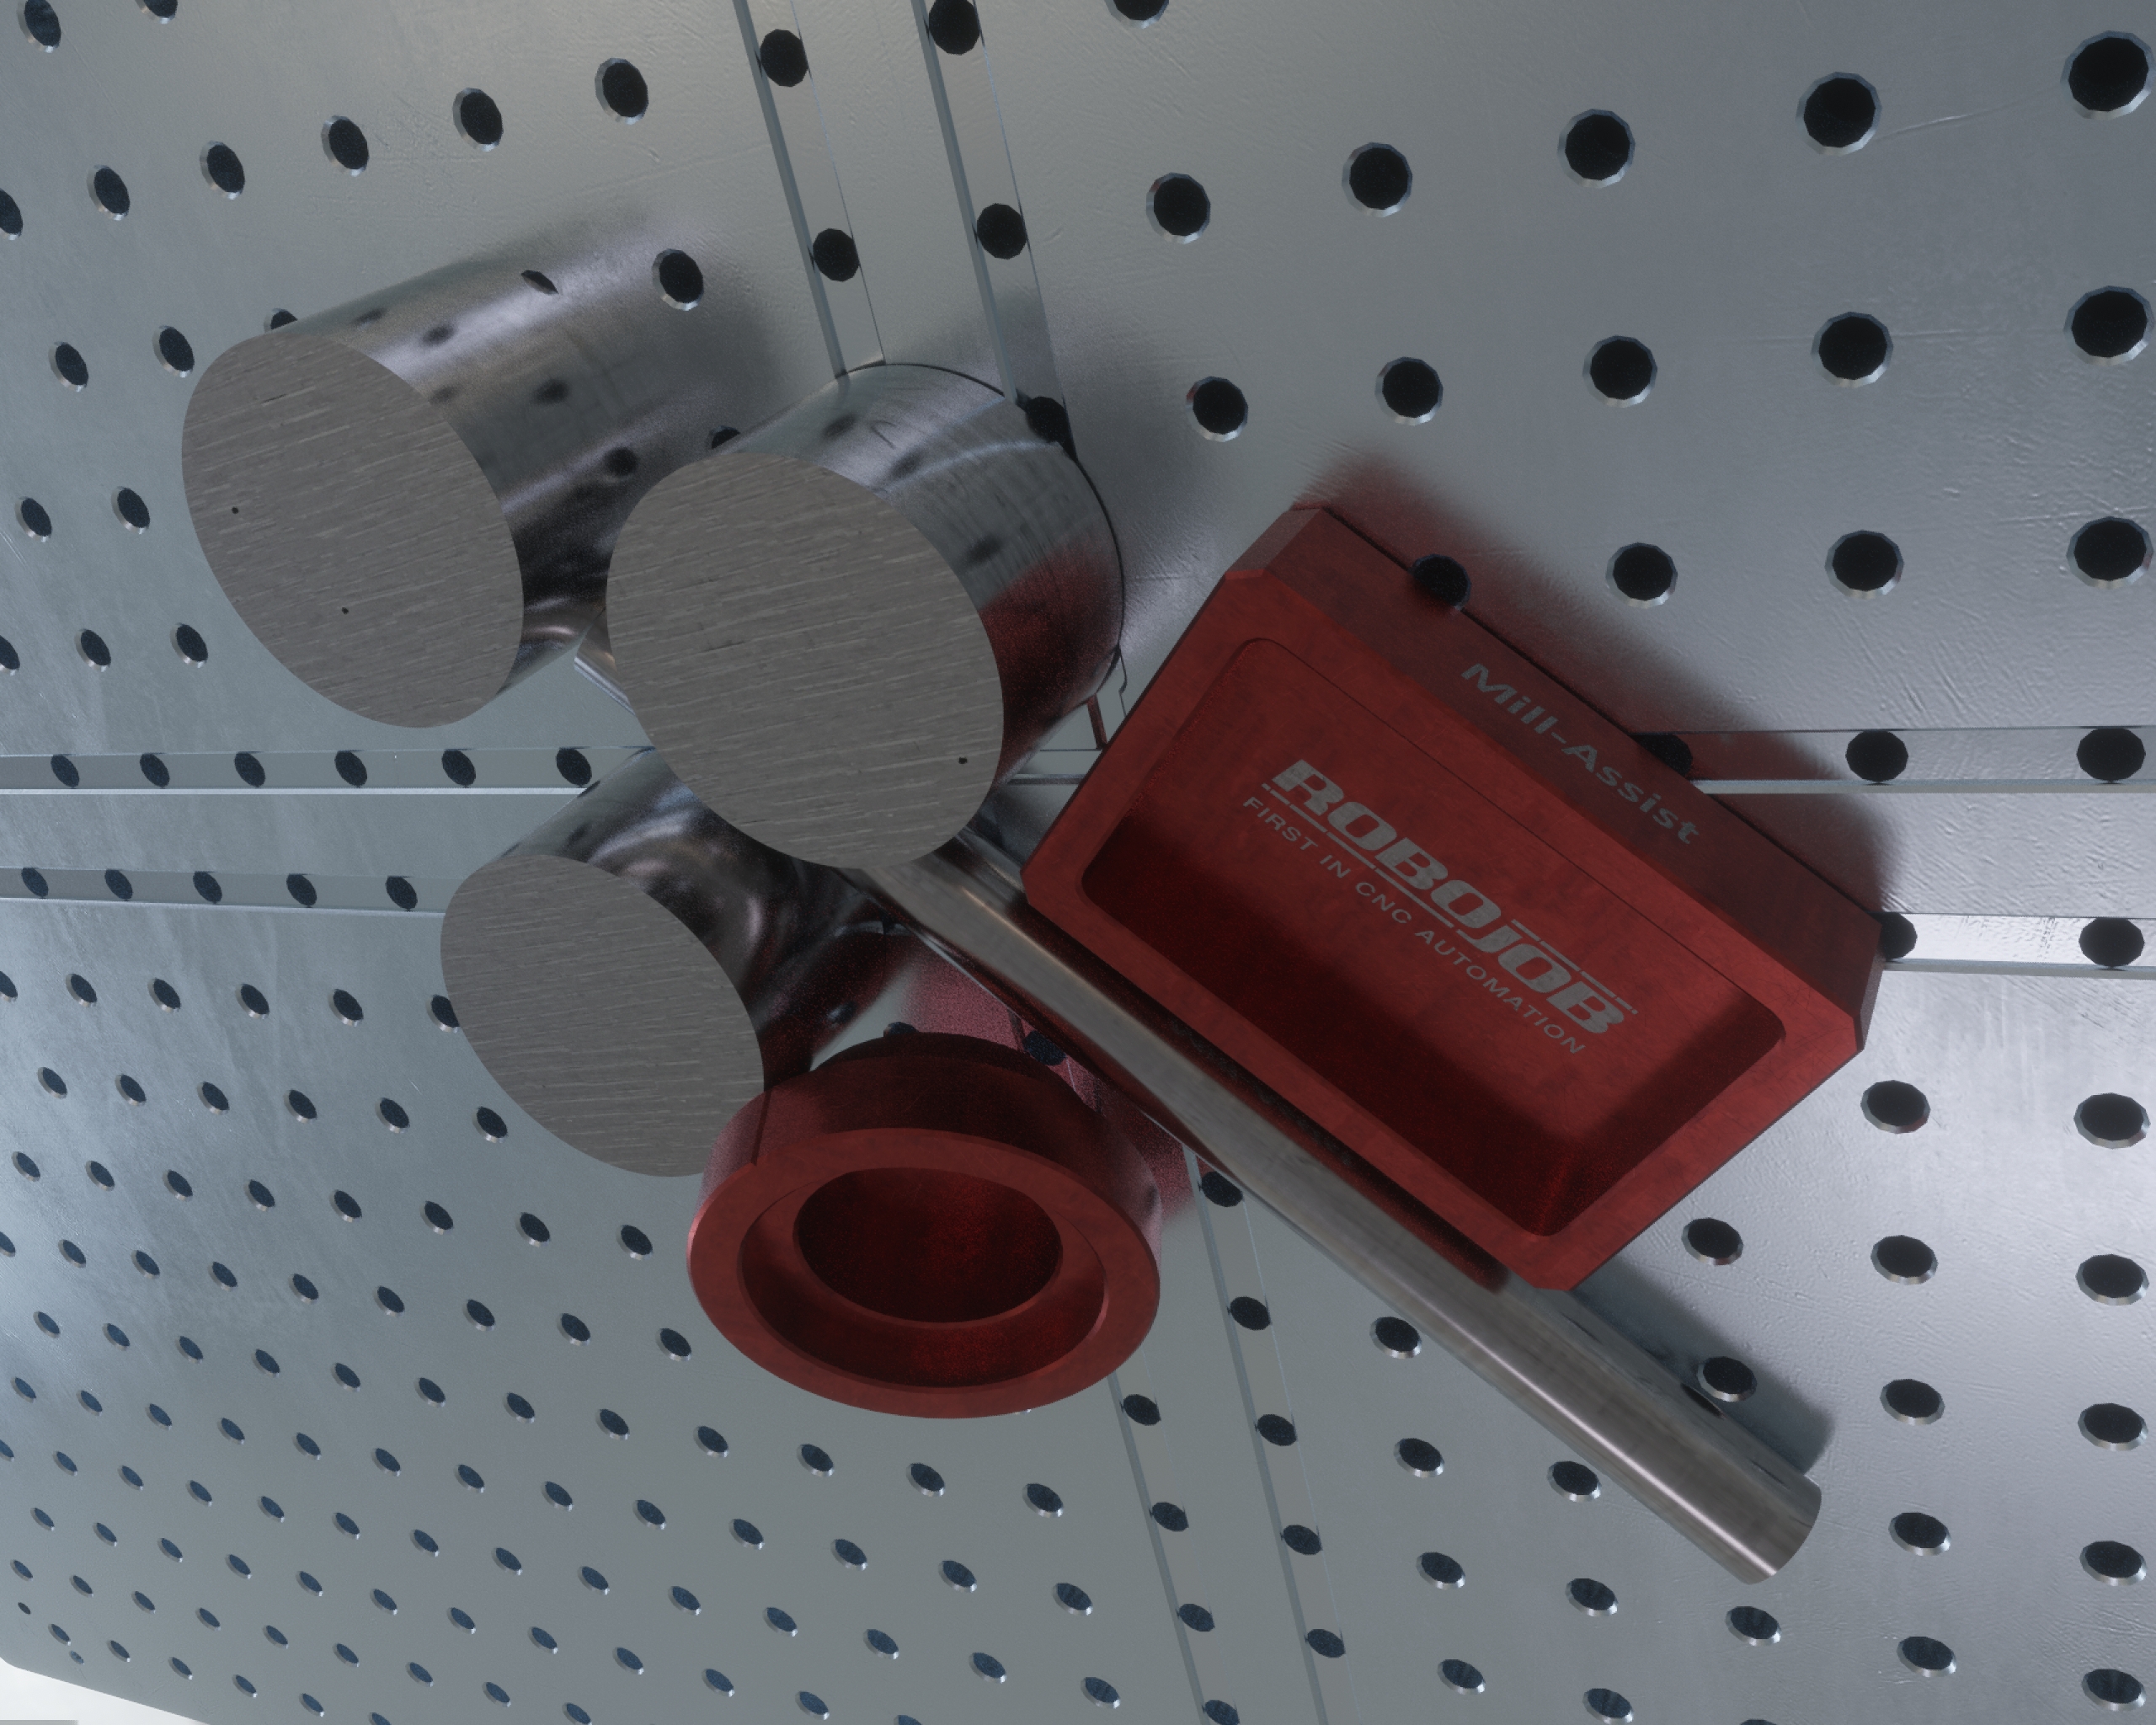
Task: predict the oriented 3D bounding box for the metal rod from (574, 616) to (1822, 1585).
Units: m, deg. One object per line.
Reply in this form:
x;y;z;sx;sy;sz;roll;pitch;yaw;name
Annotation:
0.023;0.043;0.426;0.300;0.025;0.025;38;129;2;metal rod

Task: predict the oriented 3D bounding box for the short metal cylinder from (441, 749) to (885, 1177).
-0.090;0.021;0.455;0.080;0.050;0.079;13;124;21;short metal cylinder

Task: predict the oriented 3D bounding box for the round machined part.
-0.031;0.074;0.449;0.099;0.042;0.097;2;132;2;round machined part

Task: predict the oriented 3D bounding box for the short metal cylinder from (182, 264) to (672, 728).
-0.129;-0.074;0.418;0.080;0.050;0.079;13;124;21;short metal cylinder

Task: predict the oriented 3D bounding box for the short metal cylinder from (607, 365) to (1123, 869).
-0.039;-0.046;0.386;0.080;0.050;0.079;13;124;21;short metal cylinder

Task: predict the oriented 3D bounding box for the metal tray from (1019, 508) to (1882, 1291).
0.064;0.009;0.379;0.130;0.030;0.089;37;130;3;metal tray
